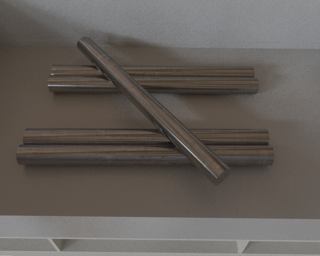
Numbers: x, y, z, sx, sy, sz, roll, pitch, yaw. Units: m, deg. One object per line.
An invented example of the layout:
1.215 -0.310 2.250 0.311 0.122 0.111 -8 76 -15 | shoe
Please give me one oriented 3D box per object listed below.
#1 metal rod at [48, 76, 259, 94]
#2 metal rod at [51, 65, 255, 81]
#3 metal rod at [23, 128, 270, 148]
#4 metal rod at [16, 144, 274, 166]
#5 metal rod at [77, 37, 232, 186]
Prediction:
-0.010 -0.063 0.456 0.302 0.025 0.025 1 50 0 | metal rod
-0.010 -0.082 0.472 0.302 0.025 0.025 1 50 0 | metal rod
-0.017 0.013 0.391 0.302 0.025 0.025 0 50 0 | metal rod
-0.017 0.033 0.375 0.302 0.025 0.025 0 50 0 | metal rod
-0.025 -0.039 0.404 0.025 0.025 0.300 -31 57 -23 | metal rod
